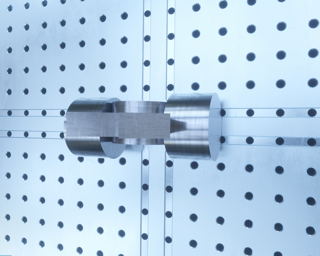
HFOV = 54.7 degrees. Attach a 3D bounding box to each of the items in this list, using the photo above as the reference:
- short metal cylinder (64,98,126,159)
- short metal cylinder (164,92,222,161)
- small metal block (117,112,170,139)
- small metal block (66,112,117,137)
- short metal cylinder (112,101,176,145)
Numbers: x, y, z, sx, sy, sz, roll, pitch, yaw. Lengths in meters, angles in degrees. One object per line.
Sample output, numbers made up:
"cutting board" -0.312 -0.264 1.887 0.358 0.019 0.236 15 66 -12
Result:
"short metal cylinder" -0.082 0.000 0.412 0.050 0.080 0.079 1 91 20
"short metal cylinder" 0.041 -0.002 0.368 0.050 0.080 0.079 1 90 21
"small metal block" -0.019 -0.003 0.324 0.050 0.050 0.025 1 91 -11
"small metal block" -0.074 -0.004 0.339 0.050 0.050 0.025 1 91 -12
"short metal cylinder" -0.020 -0.006 0.390 0.080 0.080 0.050 1 91 20
